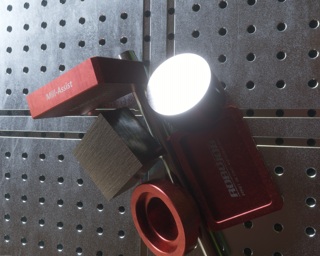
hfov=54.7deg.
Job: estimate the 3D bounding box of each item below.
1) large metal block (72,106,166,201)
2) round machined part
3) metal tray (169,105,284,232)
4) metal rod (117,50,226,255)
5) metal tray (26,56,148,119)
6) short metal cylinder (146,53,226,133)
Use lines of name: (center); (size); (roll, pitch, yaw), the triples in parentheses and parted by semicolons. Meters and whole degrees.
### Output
large metal block: (-0.053, 0.032, 0.395); (0.080, 0.050, 0.080); (50, 123, 13)
round machined part: (0.011, 0.108, 0.381); (0.098, 0.042, 0.097); (20, 118, 44)
metal tray: (0.079, 0.049, 0.378); (0.090, 0.030, 0.129); (-26, 82, 18)
metal rod: (0.013, 0.035, 0.403); (0.025, 0.025, 0.299); (-27, 81, 18)
metal tray: (-0.091, -0.047, 0.391); (0.130, 0.091, 0.030); (-20, 85, 33)
short metal cylinder: (0.031, -0.041, 0.369); (0.080, 0.050, 0.080); (-14, 60, 25)
